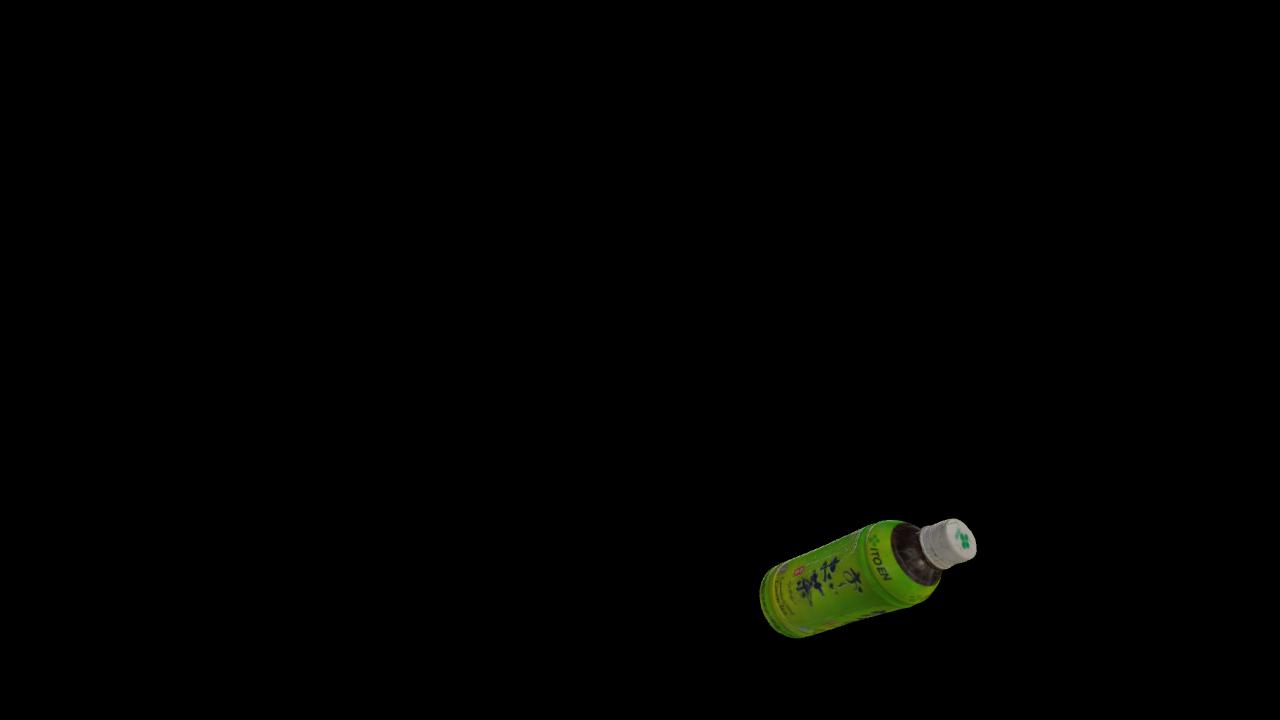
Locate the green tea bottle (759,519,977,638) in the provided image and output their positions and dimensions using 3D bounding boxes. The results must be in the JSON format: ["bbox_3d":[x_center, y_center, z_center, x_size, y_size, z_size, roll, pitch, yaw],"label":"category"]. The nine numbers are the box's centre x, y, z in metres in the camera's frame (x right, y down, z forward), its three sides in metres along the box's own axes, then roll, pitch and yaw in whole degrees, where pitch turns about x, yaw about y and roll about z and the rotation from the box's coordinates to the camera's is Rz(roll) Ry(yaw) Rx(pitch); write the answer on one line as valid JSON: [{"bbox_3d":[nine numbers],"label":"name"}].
[{"bbox_3d":[0.189,0.183,0.527,0.073,0.073,0.212,0,-33,-31],"label":"green tea bottle"}]
